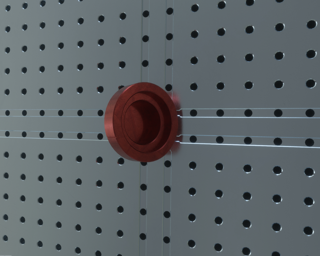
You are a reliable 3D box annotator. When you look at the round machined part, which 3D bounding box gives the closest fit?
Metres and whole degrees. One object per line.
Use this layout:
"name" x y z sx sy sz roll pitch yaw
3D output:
"round machined part" -0.027 -0.007 0.392 0.042 0.099 0.097 -3 89 51
